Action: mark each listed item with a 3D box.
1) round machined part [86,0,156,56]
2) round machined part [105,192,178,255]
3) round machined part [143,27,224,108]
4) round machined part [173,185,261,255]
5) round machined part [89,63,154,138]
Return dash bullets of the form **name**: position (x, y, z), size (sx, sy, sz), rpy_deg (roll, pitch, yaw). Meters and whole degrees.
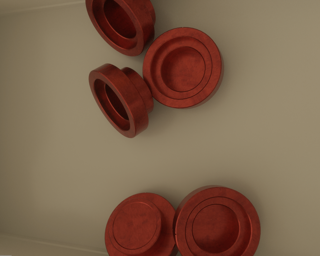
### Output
- **round machined part**: position (-0.045, -0.145, 0.397), size (0.098, 0.098, 0.042), rpy_deg (35, 65, 16)
- **round machined part**: position (-0.024, 0.126, 0.385), size (0.098, 0.042, 0.098), rpy_deg (-9, 55, 14)
- **round machined part**: position (0.031, -0.072, 0.390), size (0.098, 0.042, 0.097), rpy_deg (0, 90, 19)
- **round machined part**: position (0.063, 0.116, 0.365), size (0.099, 0.042, 0.097), rpy_deg (1, 86, -8)
- **round machined part**: position (-0.045, -0.039, 0.397), size (0.042, 0.098, 0.098), rpy_deg (-35, 76, -24)
